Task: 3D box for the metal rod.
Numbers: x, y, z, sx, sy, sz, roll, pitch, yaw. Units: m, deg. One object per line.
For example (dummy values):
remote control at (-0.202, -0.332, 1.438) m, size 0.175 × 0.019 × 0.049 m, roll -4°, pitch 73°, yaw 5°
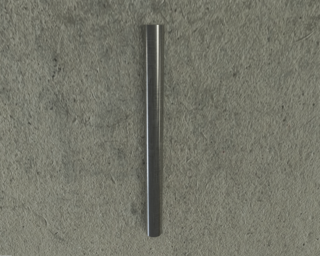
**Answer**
metal rod at (-0.008, 0.017, 0.417) m, size 0.025 × 0.025 × 0.298 m, roll 0°, pitch 110°, yaw -1°
